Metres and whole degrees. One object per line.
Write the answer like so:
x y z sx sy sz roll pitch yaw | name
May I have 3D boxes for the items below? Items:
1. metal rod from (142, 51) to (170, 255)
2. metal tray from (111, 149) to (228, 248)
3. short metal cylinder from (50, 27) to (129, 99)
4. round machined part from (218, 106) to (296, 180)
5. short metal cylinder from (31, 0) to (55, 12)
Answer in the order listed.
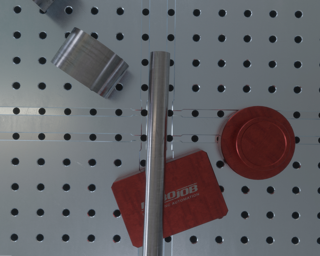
-0.006 0.057 0.382 0.025 0.025 0.298 2 90 0 | metal rod
0.013 0.091 0.411 0.131 0.030 0.090 -20 90 0 | metal tray
-0.086 -0.079 0.385 0.080 0.080 0.050 34 90 0 | short metal cylinder
0.129 0.020 0.406 0.099 0.042 0.097 0 90 0 | round machined part
-0.160 -0.192 0.384 0.080 0.080 0.050 41 90 0 | short metal cylinder
